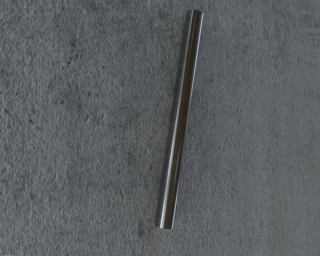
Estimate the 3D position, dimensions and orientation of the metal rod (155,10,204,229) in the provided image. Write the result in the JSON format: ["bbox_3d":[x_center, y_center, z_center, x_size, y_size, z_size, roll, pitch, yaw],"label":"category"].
[{"bbox_3d":[0.028,-0.017,0.426,0.025,0.025,0.299,15,81,-39],"label":"metal rod"}]
